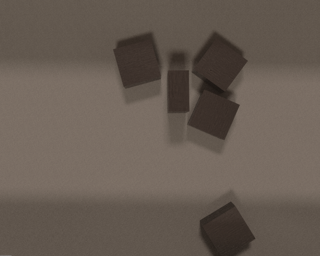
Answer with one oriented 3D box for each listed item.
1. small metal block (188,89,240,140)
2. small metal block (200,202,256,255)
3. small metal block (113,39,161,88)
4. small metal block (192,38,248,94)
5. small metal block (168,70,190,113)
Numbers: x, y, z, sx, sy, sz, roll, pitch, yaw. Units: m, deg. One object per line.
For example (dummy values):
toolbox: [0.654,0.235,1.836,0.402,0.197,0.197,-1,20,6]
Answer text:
small metal block: [0.070,-0.017,0.412,0.050,0.025,0.050,23,90,-1]
small metal block: [0.089,0.135,0.413,0.050,0.025,0.050,-31,90,-1]
small metal block: [-0.029,-0.084,0.411,0.050,0.025,0.050,-16,90,-1]
small metal block: [0.079,-0.082,0.412,0.050,0.025,0.050,36,90,-1]
small metal block: [0.023,-0.045,0.399,0.025,0.050,0.050,-1,90,0]
